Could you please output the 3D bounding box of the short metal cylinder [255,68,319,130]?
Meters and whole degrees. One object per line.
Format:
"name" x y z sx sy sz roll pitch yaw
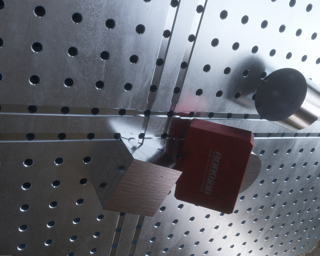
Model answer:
"short metal cylinder" 0.188 -0.041 0.453 0.050 0.080 0.080 20 108 -36

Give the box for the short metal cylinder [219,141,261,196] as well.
"short metal cylinder" 0.113 0.061 0.494 0.081 0.050 0.079 -14 124 -21

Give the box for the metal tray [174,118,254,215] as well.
"metal tray" 0.076 0.057 0.450 0.090 0.030 0.129 14 119 11

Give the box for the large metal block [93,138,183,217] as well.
"large metal block" -0.031 0.069 0.421 0.080 0.050 0.080 21 107 -36
